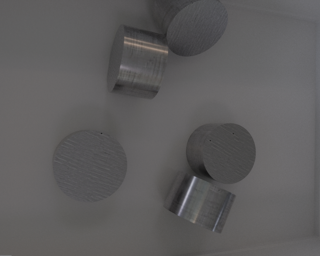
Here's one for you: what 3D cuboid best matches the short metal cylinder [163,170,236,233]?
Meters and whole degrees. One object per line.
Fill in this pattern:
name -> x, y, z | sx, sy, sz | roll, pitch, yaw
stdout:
short metal cylinder -> 0.051, 0.094, 0.400 | 0.080, 0.080, 0.050 | 27, 81, -18

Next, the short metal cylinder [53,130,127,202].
short metal cylinder -> -0.084, 0.042, 0.366 | 0.081, 0.050, 0.080 | 0, 90, -20

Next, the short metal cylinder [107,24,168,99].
short metal cylinder -> -0.029, -0.077, 0.370 | 0.050, 0.080, 0.080 | 8, 87, -20

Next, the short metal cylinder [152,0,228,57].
short metal cylinder -> 0.037, -0.137, 0.387 | 0.081, 0.080, 0.050 | -11, 55, -20

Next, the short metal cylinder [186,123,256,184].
short metal cylinder -> 0.083, 0.033, 0.428 | 0.081, 0.050, 0.080 | 0, 90, -20
